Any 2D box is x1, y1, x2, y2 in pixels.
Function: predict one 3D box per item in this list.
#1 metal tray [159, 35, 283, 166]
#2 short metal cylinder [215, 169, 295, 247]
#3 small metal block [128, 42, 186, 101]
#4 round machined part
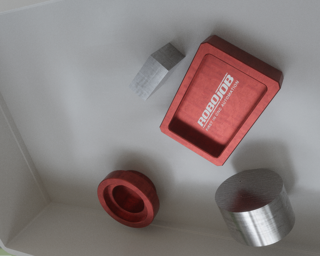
[{"bbox_3d":[0.064,-0.027,0.354,0.090,0.030,0.129,32,128,7],"label":"metal tray"},{"bbox_3d":[0.113,0.093,0.370,0.080,0.080,0.050,-13,112,33],"label":"short metal cylinder"},{"bbox_3d":[-0.003,-0.064,0.353,0.025,0.050,0.050,42,129,-1],"label":"small metal block"},{"bbox_3d":[-0.045,0.105,0.485,0.098,0.042,0.097,13,124,20],"label":"round machined part"}]
